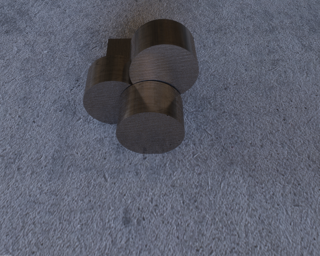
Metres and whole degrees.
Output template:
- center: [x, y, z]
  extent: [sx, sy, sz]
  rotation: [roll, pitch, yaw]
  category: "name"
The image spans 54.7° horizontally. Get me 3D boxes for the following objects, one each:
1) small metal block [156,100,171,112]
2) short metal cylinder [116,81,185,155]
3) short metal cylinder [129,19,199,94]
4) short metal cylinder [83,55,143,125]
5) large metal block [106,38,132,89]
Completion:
- center: [0.008, -0.039, 0.424]
  extent: [0.025, 0.050, 0.050]
  rotation: [1, 50, 1]
  category: "small metal block"
- center: [-0.011, -0.011, 0.379]
  extent: [0.081, 0.080, 0.050]
  rotation: [0, 50, 0]
  category: "short metal cylinder"
- center: [0.004, -0.082, 0.374]
  extent: [0.081, 0.080, 0.050]
  rotation: [-2, 50, -2]
  category: "short metal cylinder"
- center: [-0.058, -0.049, 0.411]
  extent: [0.081, 0.080, 0.050]
  rotation: [-2, 50, -2]
  category: "short metal cylinder"
- center: [-0.037, -0.090, 0.465]
  extent: [0.081, 0.050, 0.080]
  rotation: [-1, 50, -1]
  category: "large metal block"
